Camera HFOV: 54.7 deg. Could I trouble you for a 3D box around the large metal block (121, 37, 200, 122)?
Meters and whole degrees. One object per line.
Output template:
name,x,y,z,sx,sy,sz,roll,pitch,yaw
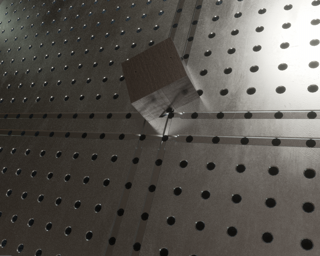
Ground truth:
large metal block,-0.001,-0.067,0.433,0.080,0.050,0.080,-26,53,12
